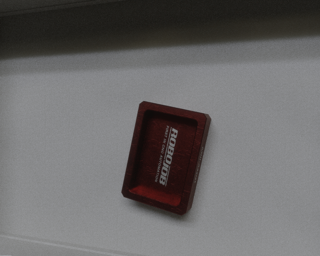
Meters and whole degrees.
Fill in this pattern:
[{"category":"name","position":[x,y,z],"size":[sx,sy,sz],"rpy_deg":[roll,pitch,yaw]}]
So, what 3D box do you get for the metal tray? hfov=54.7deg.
[{"category":"metal tray","position":[0.007,0.037,0.404],"size":[0.090,0.030,0.129],"rpy_deg":[13,94,19]}]
